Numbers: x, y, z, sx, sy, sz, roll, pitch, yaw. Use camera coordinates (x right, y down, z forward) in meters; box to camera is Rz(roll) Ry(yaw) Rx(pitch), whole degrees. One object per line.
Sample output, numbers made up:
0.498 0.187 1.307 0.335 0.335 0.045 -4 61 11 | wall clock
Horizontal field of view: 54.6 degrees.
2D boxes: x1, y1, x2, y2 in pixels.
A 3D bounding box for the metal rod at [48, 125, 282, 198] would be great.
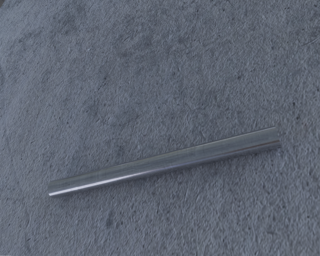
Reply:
-0.010 0.047 0.381 0.300 0.025 0.025 -16 55 19 | metal rod
